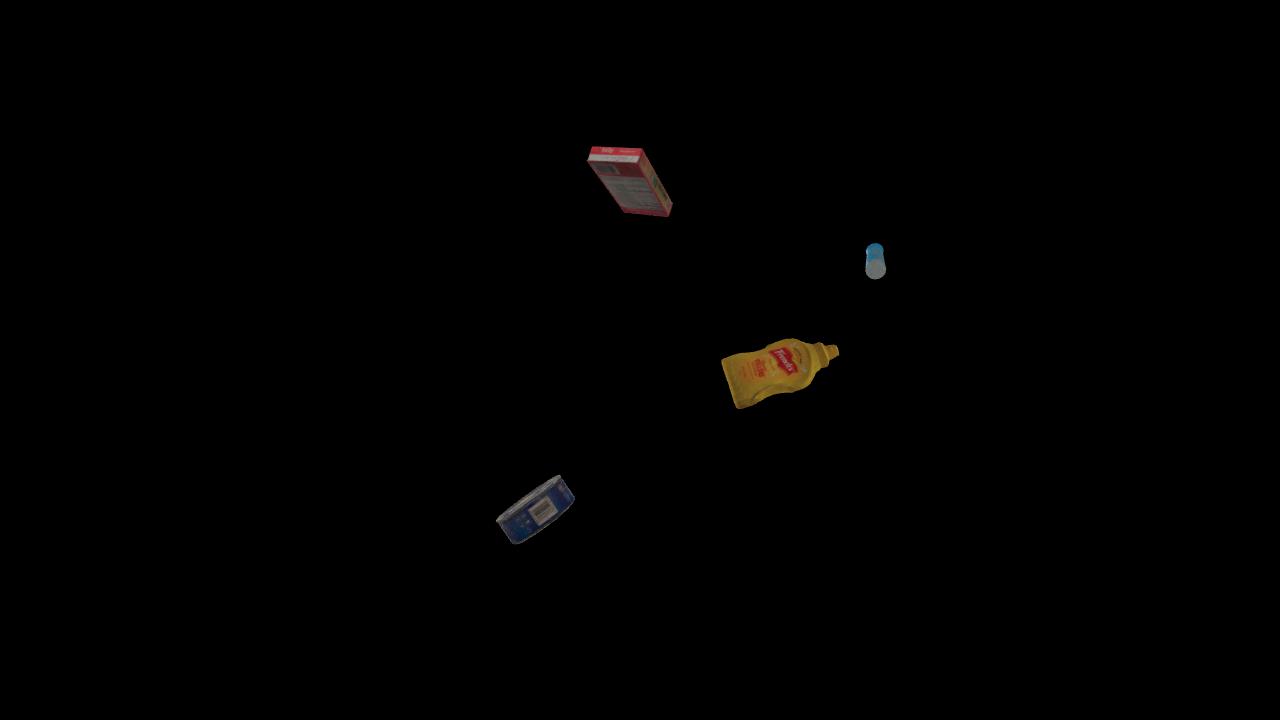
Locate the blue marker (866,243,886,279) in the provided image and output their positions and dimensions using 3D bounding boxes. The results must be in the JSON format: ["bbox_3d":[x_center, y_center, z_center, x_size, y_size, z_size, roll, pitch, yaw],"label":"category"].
[{"bbox_3d":[0.248,-0.106,0.648,0.020,0.020,0.121,0,18,20],"label":"blue marker"}]

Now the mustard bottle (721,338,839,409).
[{"bbox_3d":[0.231,0.012,0.995,0.184,0.092,0.054,-18,-37,7],"label":"mustard bottle"}]

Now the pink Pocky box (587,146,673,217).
[{"bbox_3d":[-0.012,-0.271,0.943,0.084,0.029,0.155,11,-12,23],"label":"pink Pocky box"}]

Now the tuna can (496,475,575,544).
[{"bbox_3d":[-0.113,0.163,0.673,0.084,0.034,0.084,-35,0,0],"label":"tuna can"}]
